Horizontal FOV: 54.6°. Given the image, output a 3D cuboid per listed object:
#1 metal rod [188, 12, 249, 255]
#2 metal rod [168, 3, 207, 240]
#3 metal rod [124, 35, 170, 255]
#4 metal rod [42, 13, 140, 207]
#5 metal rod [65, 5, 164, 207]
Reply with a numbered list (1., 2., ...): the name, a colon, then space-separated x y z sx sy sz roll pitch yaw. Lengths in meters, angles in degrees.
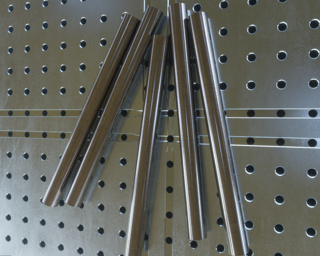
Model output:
1. metal rod: 0.072 0.004 0.387 0.025 0.025 0.299 -11 86 20
2. metal rod: 0.035 -0.009 0.400 0.025 0.025 0.298 -5 88 20
3. metal rod: -0.017 0.027 0.419 0.025 0.025 0.298 9 93 20
4. metal rod: -0.102 -0.019 0.448 0.025 0.025 0.299 29 99 17
5. metal rod: -0.067 -0.024 0.437 0.025 0.025 0.299 27 99 18
